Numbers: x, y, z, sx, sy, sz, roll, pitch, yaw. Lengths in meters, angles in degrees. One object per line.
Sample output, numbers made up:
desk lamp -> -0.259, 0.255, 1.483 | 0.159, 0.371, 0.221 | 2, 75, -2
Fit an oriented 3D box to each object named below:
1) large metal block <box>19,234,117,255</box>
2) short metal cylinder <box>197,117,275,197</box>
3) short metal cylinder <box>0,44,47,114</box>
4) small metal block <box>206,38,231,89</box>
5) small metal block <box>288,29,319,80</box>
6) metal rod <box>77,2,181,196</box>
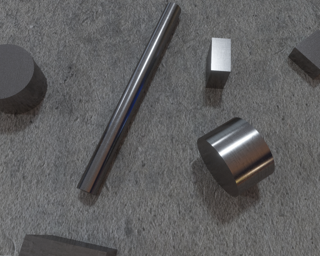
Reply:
large metal block -> -0.095, 0.146, 0.324 | 0.080, 0.080, 0.050 | 11, 71, 4
short metal cylinder -> 0.088, 0.034, 0.368 | 0.050, 0.080, 0.080 | -30, 73, -10
short metal cylinder -> -0.201, -0.064, 0.416 | 0.081, 0.050, 0.080 | 0, 70, 0
small metal block -> 0.080, -0.088, 0.428 | 0.025, 0.050, 0.050 | 4, 70, 1
small metal block -> 0.227, -0.107, 0.450 | 0.050, 0.025, 0.050 | -37, 75, -13
metal rod -> -0.035, -0.053, 0.426 | 0.025, 0.025, 0.300 | 21, 71, 7
